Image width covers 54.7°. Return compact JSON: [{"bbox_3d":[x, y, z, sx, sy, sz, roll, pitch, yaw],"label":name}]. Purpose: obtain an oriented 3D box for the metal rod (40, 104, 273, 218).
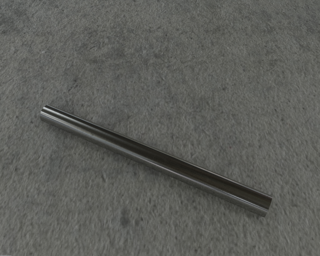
[{"bbox_3d":[-0.018,0.032,0.375,0.301,0.025,0.025,21,53,16],"label":"metal rod"}]
